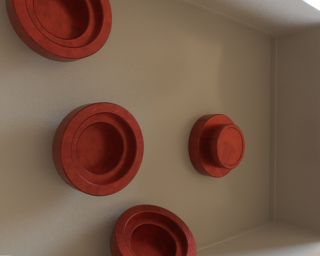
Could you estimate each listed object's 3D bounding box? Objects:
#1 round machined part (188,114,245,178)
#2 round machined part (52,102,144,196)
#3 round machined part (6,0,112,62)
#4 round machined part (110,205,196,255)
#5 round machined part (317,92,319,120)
[{"bbox_3d":[0.093,0.027,0.473,0.099,0.042,0.097,0,90,-40],"label":"round machined part"},{"bbox_3d":[-0.069,0.022,0.337,0.099,0.042,0.097,0,90,-40],"label":"round machined part"},{"bbox_3d":[-0.101,-0.115,0.310,0.099,0.042,0.097,0,90,-40],"label":"round machined part"},{"bbox_3d":[-0.011,0.141,0.363,0.099,0.098,0.042,-6,131,-40],"label":"round machined part"},{"bbox_3d":[0.427,-0.054,0.755,0.099,0.042,0.097,0,90,-40],"label":"round machined part"}]
